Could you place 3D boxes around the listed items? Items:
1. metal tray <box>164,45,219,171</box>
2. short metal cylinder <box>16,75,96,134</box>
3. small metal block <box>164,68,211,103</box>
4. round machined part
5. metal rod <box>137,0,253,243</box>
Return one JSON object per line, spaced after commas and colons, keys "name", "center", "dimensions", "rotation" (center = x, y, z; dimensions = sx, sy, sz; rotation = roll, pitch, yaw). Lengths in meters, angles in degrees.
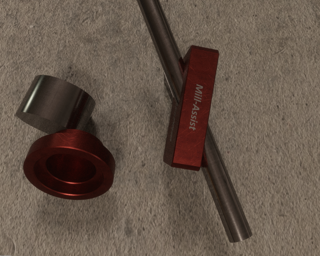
{"name": "metal tray", "center": [0.033, -0.020, 0.362], "dimensions": [0.030, 0.090, 0.129], "rotation": [10, 86, -5]}
{"name": "short metal cylinder", "center": [-0.128, -0.023, 0.386], "dimensions": [0.080, 0.080, 0.050], "rotation": [17, 71, 6]}
{"name": "small metal block", "center": [0.037, -0.057, 0.429], "dimensions": [0.050, 0.025, 0.050], "rotation": [-17, 71, -7]}
{"name": "round machined part", "center": [-0.101, 0.039, 0.360], "dimensions": [0.099, 0.097, 0.042], "rotation": [1, 44, 0]}
{"name": "metal rod", "center": [0.033, -0.024, 0.347], "dimensions": [0.025, 0.025, 0.299], "rotation": [-19, 80, -7]}
